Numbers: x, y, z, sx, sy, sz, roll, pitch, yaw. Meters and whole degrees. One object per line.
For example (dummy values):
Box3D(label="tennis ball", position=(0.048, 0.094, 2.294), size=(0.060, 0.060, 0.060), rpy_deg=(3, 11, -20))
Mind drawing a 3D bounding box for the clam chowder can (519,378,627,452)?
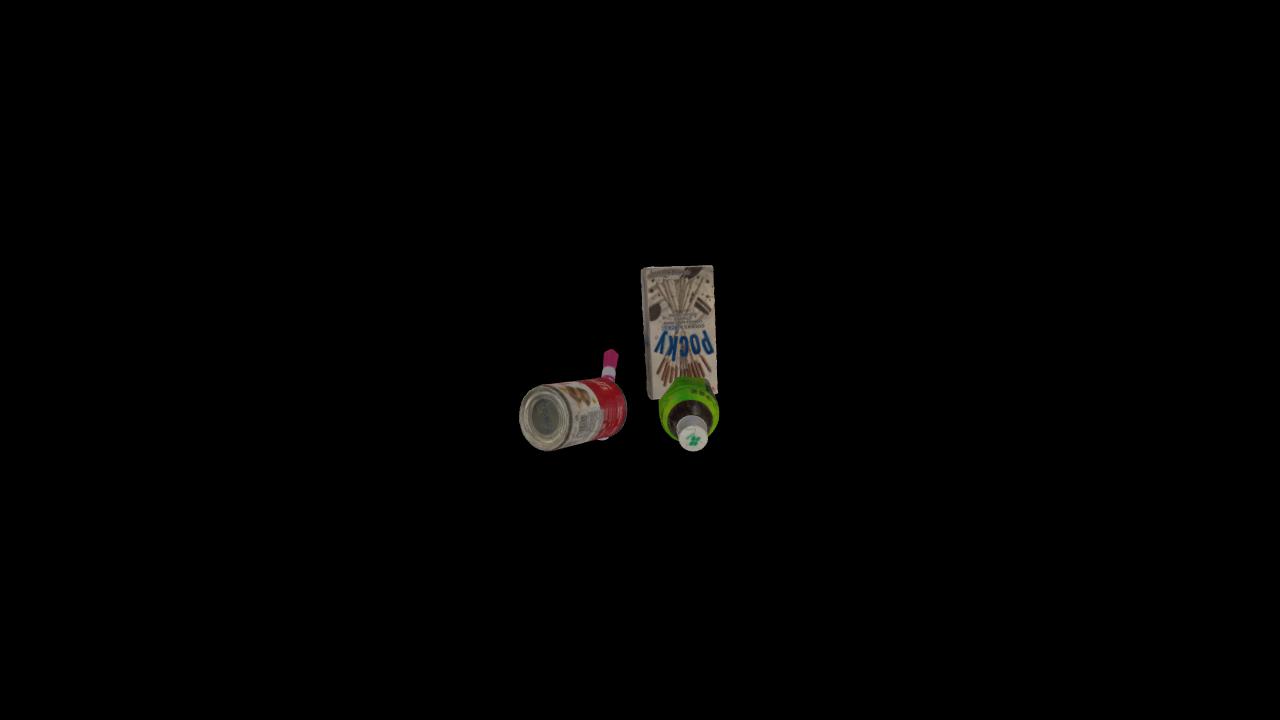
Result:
Box3D(label="clam chowder can", position=(-0.068, 0.055, 0.644), size=(0.068, 0.068, 0.102), rpy_deg=(0, 3, 31))

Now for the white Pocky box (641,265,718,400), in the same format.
Box3D(label="white Pocky box", position=(0.047, -0.033, 0.724), size=(0.084, 0.154, 0.028), rpy_deg=(-4, 5, -13))

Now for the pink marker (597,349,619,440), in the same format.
Box3D(label="pink marker", position=(-0.040, 0.038, 0.735), size=(0.020, 0.121, 0.020), rpy_deg=(4, -35, 3))

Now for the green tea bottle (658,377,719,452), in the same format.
Box3D(label="green tea bottle", position=(0.056, 0.047, 0.730), size=(0.073, 0.073, 0.212), rpy_deg=(0, 16, 1))
